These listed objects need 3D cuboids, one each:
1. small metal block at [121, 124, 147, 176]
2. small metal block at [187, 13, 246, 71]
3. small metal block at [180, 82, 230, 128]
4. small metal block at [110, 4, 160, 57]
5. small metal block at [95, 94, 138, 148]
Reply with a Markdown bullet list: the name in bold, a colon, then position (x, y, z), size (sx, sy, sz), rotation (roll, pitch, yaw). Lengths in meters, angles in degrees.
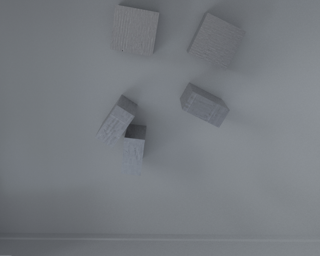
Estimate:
- **small metal block**: position (-0.034, 0.027, 0.408), size (0.025, 0.050, 0.050), rotation (7, 110, -3)
- **small metal block**: position (0.067, -0.104, 0.373), size (0.050, 0.025, 0.050), rotation (23, 108, -9)
- **small metal block**: position (0.054, -0.030, 0.387), size (0.050, 0.050, 0.025), rotation (26, 108, -9)
- **small metal block**: position (-0.030, -0.116, 0.368), size (0.050, 0.025, 0.050), rotation (9, 110, -4)
- **small metal block**: position (-0.054, -0.010, 0.394), size (0.025, 0.050, 0.050), rotation (33, 107, -11)
